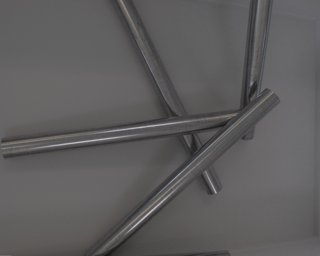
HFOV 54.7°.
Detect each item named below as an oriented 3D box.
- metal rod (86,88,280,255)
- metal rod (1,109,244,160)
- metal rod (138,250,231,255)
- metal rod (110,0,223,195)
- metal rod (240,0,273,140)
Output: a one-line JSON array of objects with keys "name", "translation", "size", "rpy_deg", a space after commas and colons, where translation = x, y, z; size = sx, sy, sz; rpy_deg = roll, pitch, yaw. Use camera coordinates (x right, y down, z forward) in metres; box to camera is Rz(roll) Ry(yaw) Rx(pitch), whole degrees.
[{"name": "metal rod", "translation": [0.029, 0.060, 0.384], "size": [0.300, 0.025, 0.025], "rpy_deg": [-42, 104, -1]}, {"name": "metal rod", "translation": [-0.028, 0.004, 0.381], "size": [0.302, 0.025, 0.025], "rpy_deg": [-7, 93, -13]}, {"name": "metal rod", "translation": [-0.063, 0.164, 0.359], "size": [0.302, 0.025, 0.025], "rpy_deg": [1, 90, -11]}, {"name": "metal rod", "translation": [0.011, -0.044, 0.414], "size": [0.025, 0.025, 0.299], "rpy_deg": [-30, 100, -18]}, {"name": "metal rod", "translation": [0.117, -0.110, 0.373], "size": [0.025, 0.025, 0.298], "rpy_deg": [-19, 128, -19]}]
